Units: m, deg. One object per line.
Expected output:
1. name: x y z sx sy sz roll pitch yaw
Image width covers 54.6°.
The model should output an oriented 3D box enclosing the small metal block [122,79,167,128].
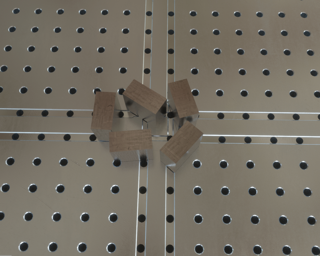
1. small metal block: -0.019 -0.031 0.410 0.050 0.050 0.025 32 74 10

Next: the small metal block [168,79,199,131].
1. small metal block: 0.029 -0.029 0.409 0.025 0.050 0.050 -15 70 -5

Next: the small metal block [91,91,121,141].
1. small metal block: -0.069 -0.014 0.403 0.025 0.050 0.050 3 71 1

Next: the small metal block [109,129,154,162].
1. small metal block: -0.035 0.023 0.390 0.050 0.050 0.025 -5 70 -2

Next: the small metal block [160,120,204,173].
1. small metal block: 0.026 0.025 0.389 0.025 0.050 0.050 40 75 14
